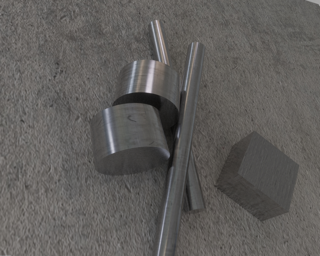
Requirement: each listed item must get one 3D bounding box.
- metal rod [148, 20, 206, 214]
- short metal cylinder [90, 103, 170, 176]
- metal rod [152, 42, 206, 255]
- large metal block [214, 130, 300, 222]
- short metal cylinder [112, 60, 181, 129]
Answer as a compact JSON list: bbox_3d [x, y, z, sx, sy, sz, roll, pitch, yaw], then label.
[{"bbox_3d":[0.018,-0.033,0.433,0.025,0.025,0.299,4,60,-27],"label":"metal rod"},{"bbox_3d":[-0.034,0.015,0.341,0.081,0.080,0.050,1,61,-28],"label":"short metal cylinder"},{"bbox_3d":[0.027,0.018,0.378,0.025,0.025,0.299,20,63,-17],"label":"metal rod"},{"bbox_3d":[0.133,0.065,0.420,0.080,0.050,0.080,37,51,-3],"label":"large metal block"},{"bbox_3d":[-0.015,-0.038,0.383,0.081,0.080,0.050,18,55,-18],"label":"short metal cylinder"}]
